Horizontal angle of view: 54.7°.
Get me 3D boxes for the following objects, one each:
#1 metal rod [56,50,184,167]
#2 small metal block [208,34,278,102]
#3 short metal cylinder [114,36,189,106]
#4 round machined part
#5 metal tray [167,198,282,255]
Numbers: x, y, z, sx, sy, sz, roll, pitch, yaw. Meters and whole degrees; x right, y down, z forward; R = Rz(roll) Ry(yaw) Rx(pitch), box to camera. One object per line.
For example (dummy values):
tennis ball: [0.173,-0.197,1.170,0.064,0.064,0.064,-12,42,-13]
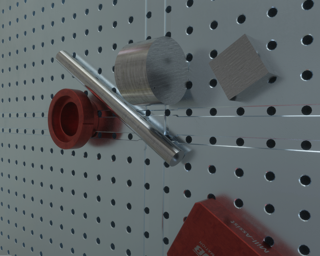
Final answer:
metal rod: [-0.076,-0.044,0.469,0.300,0.025,0.025,40,114,32]
small metal block: [0.089,-0.064,0.335,0.050,0.025,0.050,-37,68,33]
short metal cylinder: [-0.009,-0.067,0.379,0.050,0.081,0.079,1,91,40]
round machined part: [-0.139,-0.014,0.510,0.098,0.042,0.097,0,90,39]
metal tray: [0.076,0.153,0.342,0.130,0.030,0.089,38,113,33]
